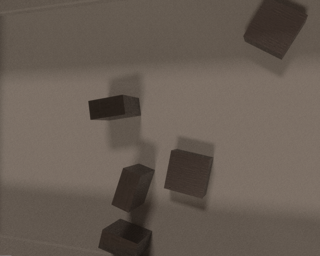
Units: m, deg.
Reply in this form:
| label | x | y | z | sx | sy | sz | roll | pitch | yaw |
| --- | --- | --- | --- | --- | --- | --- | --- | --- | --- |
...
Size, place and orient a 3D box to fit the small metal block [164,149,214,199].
| label | x | y | z | sx | sy | sz | roll | pitch | yaw |
| --- | --- | --- | --- | --- | --- | --- | --- | --- | --- |
| small metal block | 0.037 | 0.057 | 0.397 | 0.050 | 0.025 | 0.050 | 12 | 94 | 19 |

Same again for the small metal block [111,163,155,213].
| label | x | y | z | sx | sy | sz | roll | pitch | yaw |
| --- | --- | --- | --- | --- | --- | --- | --- | --- | --- |
| small metal block | -0.034 | 0.077 | 0.408 | 0.025 | 0.050 | 0.050 | 20 | 97 | 18 |

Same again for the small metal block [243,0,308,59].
| label | x | y | z | sx | sy | sz | roll | pitch | yaw |
| --- | --- | --- | --- | --- | --- | --- | --- | --- | --- |
| small metal block | 0.134 | -0.116 | 0.363 | 0.050 | 0.025 | 0.050 | 33 | 100 | 16 |

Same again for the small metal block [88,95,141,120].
| label | x | y | z | sx | sy | sz | roll | pitch | yaw |
| --- | --- | --- | --- | --- | --- | --- | --- | --- | --- |
| small metal block | -0.060 | -0.026 | 0.417 | 0.050 | 0.050 | 0.025 | -8 | 88 | 19 |

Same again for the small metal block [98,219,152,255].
| label | x | y | z | sx | sy | sz | roll | pitch | yaw |
| --- | --- | --- | --- | --- | --- | --- | --- | --- | --- |
| small metal block | -0.045 | 0.148 | 0.412 | 0.050 | 0.050 | 0.025 | 15 | 95 | 19 |
